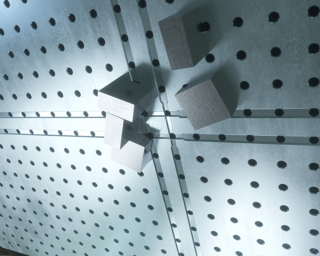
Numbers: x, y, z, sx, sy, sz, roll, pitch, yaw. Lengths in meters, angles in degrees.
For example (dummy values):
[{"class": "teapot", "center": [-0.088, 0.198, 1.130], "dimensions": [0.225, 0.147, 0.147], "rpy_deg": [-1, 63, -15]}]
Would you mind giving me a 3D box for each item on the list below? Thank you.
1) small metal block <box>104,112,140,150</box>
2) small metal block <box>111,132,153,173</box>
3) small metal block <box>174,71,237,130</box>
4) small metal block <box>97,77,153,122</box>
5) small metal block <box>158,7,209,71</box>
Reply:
[{"class": "small metal block", "center": [-0.050, -0.007, 0.418], "dimensions": [0.025, 0.050, 0.050], "rpy_deg": [23, 127, 15]}, {"class": "small metal block", "center": [-0.042, 0.031, 0.453], "dimensions": [0.050, 0.025, 0.050], "rpy_deg": [22, 127, 14]}, {"class": "small metal block", "center": [0.054, -0.031, 0.364], "dimensions": [0.050, 0.025, 0.050], "rpy_deg": [-22, 107, 36]}, {"class": "small metal block", "center": [-0.044, -0.038, 0.396], "dimensions": [0.050, 0.050, 0.025], "rpy_deg": [21, 126, 15]}, {"class": "small metal block", "center": [0.026, -0.094, 0.324], "dimensions": [0.025, 0.050, 0.050], "rpy_deg": [-4, 117, 30]}]
